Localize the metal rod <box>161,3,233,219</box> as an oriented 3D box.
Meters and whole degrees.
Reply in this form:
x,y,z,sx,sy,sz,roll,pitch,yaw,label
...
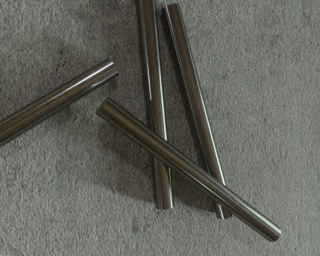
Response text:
x,y,z,sx,sy,sz,roll,pitch,yaw,label
0.054,-0.018,0.428,0.025,0.025,0.298,-18,96,-19,metal rod

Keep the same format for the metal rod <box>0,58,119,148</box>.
x,y,z,sx,sy,sz,roll,pitch,yaw,label
-0.177,0.007,0.343,0.301,0.025,0.025,-35,102,-17,metal rod

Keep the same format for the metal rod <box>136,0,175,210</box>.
x,y,z,sx,sy,sz,roll,pitch,yaw,label
-0.007,-0.044,0.406,0.025,0.025,0.298,-6,92,-20,metal rod

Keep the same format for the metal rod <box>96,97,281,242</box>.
x,y,z,sx,sy,sz,roll,pitch,yaw,label
0.048,0.062,0.398,0.301,0.025,0.025,38,78,-16,metal rod
